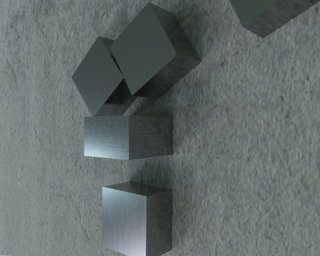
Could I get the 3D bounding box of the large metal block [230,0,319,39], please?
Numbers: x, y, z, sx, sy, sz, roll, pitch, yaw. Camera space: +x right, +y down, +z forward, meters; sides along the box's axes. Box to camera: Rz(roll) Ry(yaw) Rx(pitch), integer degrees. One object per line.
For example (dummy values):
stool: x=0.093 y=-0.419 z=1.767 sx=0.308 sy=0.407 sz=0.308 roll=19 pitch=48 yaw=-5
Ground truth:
large metal block: x=0.109 y=-0.148 z=0.298 sx=0.080 sy=0.050 sz=0.080 roll=-31 pitch=71 yaw=35

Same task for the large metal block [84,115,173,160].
large metal block: x=-0.040 y=0.010 z=0.400 sx=0.080 sy=0.081 sz=0.050 roll=0 pitch=90 yaw=39

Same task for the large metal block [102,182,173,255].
large metal block: x=-0.031 y=0.120 z=0.412 sx=0.080 sy=0.050 sz=0.079 roll=2 pitch=91 yaw=39

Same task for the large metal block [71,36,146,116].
large metal block: x=-0.073 y=-0.070 z=0.446 sx=0.080 sy=0.050 sz=0.080 roll=-46 pitch=63 yaw=30

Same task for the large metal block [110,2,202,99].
large metal block: x=-0.008 y=-0.094 z=0.393 sx=0.080 sy=0.050 sz=0.080 roll=-38 pitch=67 yaw=33
